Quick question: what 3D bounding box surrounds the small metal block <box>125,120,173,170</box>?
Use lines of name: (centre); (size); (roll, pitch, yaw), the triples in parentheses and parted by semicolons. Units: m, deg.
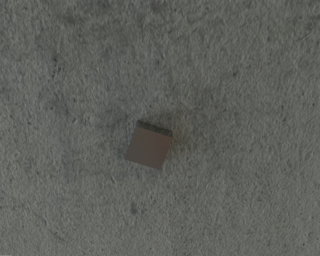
small metal block: (-0.015, 0.023, 0.418); (0.050, 0.025, 0.050); (18, 109, -7)
